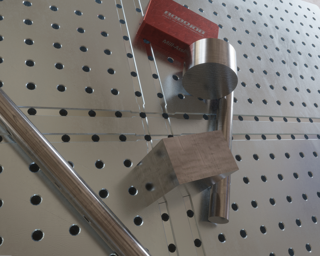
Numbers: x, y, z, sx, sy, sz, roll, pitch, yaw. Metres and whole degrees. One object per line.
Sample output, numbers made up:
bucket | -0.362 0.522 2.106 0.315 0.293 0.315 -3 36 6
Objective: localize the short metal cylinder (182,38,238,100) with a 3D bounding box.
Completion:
short metal cylinder | 0.075 -0.087 0.466 0.081 0.080 0.050 18 55 -18

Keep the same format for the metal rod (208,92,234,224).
metal rod | 0.096 -0.007 0.464 0.025 0.025 0.300 23 53 -15

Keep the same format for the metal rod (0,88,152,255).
metal rod | -0.078 0.074 0.320 0.300 0.025 0.025 47 51 4

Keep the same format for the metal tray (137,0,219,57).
metal tray | 0.034 -0.166 0.525 0.131 0.030 0.090 23 53 -14

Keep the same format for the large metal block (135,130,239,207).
large metal block | 0.028 0.047 0.359 0.081 0.080 0.050 -7 66 -31
